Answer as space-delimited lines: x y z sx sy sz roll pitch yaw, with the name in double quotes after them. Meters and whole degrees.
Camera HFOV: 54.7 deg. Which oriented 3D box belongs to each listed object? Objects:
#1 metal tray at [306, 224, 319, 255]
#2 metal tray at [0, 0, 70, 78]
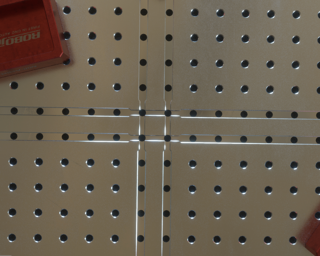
0.278 0.165 0.414 0.130 0.030 0.090 35 90 -1 "metal tray"
-0.197 -0.120 0.408 0.131 0.030 0.089 -14 90 -1 "metal tray"
